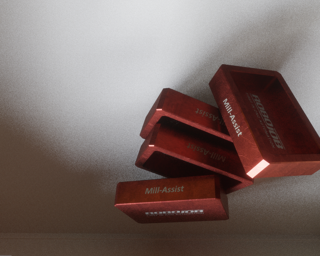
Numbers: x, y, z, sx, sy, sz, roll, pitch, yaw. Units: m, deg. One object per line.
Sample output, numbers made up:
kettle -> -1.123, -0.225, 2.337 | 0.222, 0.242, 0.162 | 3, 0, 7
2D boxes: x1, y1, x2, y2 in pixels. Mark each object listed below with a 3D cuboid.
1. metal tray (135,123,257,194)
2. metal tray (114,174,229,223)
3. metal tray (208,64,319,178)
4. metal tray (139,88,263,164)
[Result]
metal tray -> 0.041, 0.045, 0.393 | 0.131, 0.090, 0.030 | 21, 64, -8
metal tray -> 0.018, 0.096, 0.405 | 0.130, 0.030, 0.090 | -7, 147, 16
metal tray -> 0.117, -0.011, 0.342 | 0.091, 0.130, 0.030 | 2, 143, -24
metal tray -> 0.049, 0.006, 0.382 | 0.131, 0.030, 0.090 | 21, 153, -8
